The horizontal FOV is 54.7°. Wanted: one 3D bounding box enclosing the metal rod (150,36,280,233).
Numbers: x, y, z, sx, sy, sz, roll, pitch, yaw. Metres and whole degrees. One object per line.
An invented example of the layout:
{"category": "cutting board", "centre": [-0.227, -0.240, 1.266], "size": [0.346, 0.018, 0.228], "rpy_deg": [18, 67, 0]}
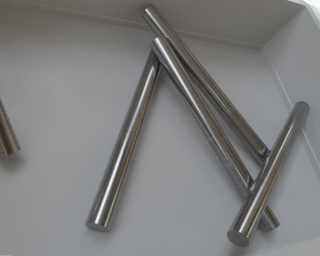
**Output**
{"category": "metal rod", "centre": [0.072, 0.003, 0.427], "size": [0.025, 0.025, 0.299], "rpy_deg": [-25, 81, -37]}

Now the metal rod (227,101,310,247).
{"category": "metal rod", "centre": [0.165, 0.042, 0.435], "size": [0.025, 0.025, 0.302], "rpy_deg": [44, 48, 2]}

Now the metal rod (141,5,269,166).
{"category": "metal rod", "centre": [0.075, -0.058, 0.463], "size": [0.300, 0.025, 0.025], "rpy_deg": [52, 51, 0]}

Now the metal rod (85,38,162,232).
{"category": "metal rod", "centre": [-0.031, -0.016, 0.400], "size": [0.025, 0.025, 0.300], "rpy_deg": [26, 53, -13]}

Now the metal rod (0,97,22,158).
{"category": "metal rod", "centre": [-0.197, -0.114, 0.285], "size": [0.025, 0.025, 0.298], "rpy_deg": [-26, 103, -37]}
